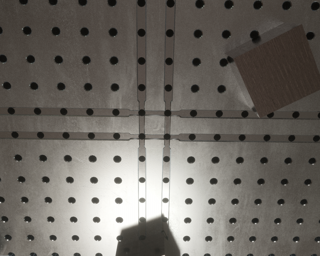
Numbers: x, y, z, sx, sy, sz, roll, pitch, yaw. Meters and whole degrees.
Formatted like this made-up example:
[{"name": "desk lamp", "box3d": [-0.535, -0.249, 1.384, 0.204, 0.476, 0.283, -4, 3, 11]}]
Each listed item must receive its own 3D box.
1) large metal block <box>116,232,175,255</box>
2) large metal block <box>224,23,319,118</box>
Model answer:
[{"name": "large metal block", "box3d": [-0.017, 0.220, 0.481, 0.080, 0.050, 0.080, -20, 109, 7]}, {"name": "large metal block", "box3d": [0.136, -0.071, 0.376, 0.080, 0.050, 0.080, -27, 108, 9]}]
